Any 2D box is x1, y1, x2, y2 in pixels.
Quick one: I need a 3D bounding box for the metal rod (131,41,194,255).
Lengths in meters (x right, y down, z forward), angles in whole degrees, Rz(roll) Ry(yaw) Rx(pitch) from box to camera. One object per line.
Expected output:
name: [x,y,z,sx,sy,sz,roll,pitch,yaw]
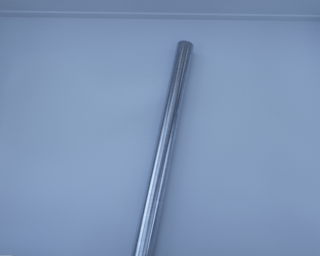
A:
metal rod: [0.007,0.017,0.403,0.025,0.025,0.299,11,70,4]
